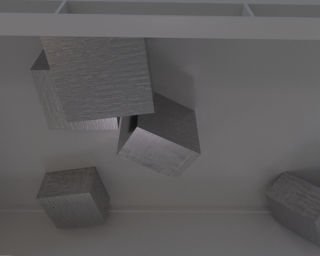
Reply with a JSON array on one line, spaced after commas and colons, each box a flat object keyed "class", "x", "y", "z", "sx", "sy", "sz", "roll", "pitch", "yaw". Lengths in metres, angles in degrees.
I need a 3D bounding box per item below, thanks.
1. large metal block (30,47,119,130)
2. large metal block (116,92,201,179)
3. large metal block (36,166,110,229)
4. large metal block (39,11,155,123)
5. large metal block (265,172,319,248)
[{"class": "large metal block", "x": -0.089, "y": -0.044, "z": 0.354, "sx": 0.080, "sy": 0.050, "sz": 0.079, "roll": -1, "pitch": 130, "yaw": 0}, {"class": "large metal block", "x": -0.002, "y": 0.005, "z": 0.377, "sx": 0.080, "sy": 0.080, "sz": 0.050, "roll": 24, "pitch": 126, "yaw": -19}, {"class": "large metal block", "x": -0.132, "y": 0.110, "z": 0.485, "sx": 0.080, "sy": 0.050, "sz": 0.080, "roll": -8, "pitch": 130, "yaw": 6}, {"class": "large metal block", "x": -0.050, "y": -0.056, "z": 0.282, "sx": 0.080, "sy": 0.050, "sz": 0.079, "roll": -7, "pitch": 120, "yaw": 2}, {"class": "large metal block", "x": 0.218, "y": 0.124, "z": 0.472, "sx": 0.050, "sy": 0.080, "sz": 0.080, "roll": -43, "pitch": 127, "yaw": -15}]
